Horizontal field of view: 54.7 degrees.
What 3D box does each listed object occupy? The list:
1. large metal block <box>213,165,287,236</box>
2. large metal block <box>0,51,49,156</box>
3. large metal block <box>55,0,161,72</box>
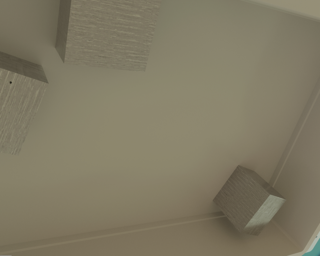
[{"bbox_3d":[0.151,0.124,0.532,0.050,0.080,0.080,23,106,-36],"label":"large metal block"},{"bbox_3d":[-0.161,-0.028,0.287,0.081,0.050,0.080,17,109,-35],"label":"large metal block"},{"bbox_3d":[-0.052,-0.104,0.300,0.081,0.050,0.079,1,118,-29],"label":"large metal block"}]
